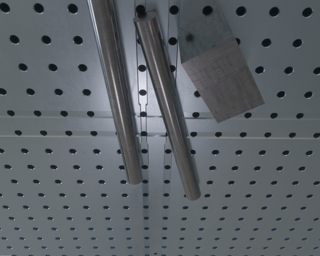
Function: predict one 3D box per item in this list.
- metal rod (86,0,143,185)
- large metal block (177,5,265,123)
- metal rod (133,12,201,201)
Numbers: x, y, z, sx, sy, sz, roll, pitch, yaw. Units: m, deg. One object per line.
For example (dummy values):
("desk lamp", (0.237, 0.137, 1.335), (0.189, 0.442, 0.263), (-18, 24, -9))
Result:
("metal rod", (-0.050, -0.035, 0.380), (0.025, 0.025, 0.298), (-4, 130, 3))
("large metal block", (0.061, -0.066, 0.320), (0.050, 0.080, 0.080), (-24, 126, 19))
("metal rod", (0.019, -0.003, 0.409), (0.025, 0.025, 0.299), (-11, 130, 8))
